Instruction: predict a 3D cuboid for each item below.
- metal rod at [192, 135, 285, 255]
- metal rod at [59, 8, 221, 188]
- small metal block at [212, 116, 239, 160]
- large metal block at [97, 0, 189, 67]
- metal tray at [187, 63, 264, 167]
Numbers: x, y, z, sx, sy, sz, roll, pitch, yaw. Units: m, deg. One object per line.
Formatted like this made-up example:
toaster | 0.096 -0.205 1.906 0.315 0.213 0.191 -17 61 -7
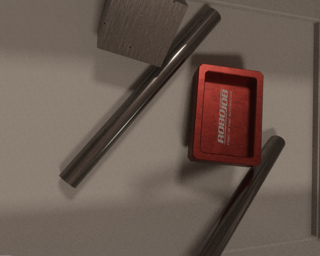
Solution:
metal rod | 0.095 0.098 0.385 0.302 0.025 0.025 -41 105 -40
metal rod | -0.017 -0.048 0.404 0.025 0.025 0.300 43 76 -15
small metal block | 0.100 0.017 0.449 0.050 0.025 0.050 43 76 -15
large metal block | -0.024 -0.129 0.368 0.081 0.050 0.079 13 126 -20
metal tray | 0.089 -0.016 0.419 0.091 0.030 0.129 7 78 -6
